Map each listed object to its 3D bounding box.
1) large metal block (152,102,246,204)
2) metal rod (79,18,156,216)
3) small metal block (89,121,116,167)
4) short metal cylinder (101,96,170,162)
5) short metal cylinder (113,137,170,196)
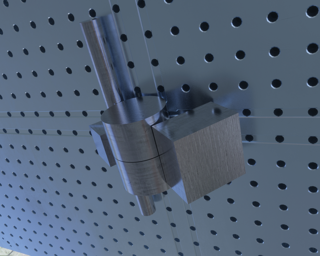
[{"bbox_3d":[0.046,0.026,0.353,0.050,0.081,0.080,35,143,57],"label":"large metal block"},{"bbox_3d":[-0.052,0.002,0.434,0.025,0.025,0.298,0,119,28],"label":"metal rod"},{"bbox_3d":[-0.075,0.021,0.444,0.050,0.025,0.050,29,138,56],"label":"small metal block"},{"bbox_3d":[-0.027,-0.001,0.384,0.080,0.080,0.050,1,119,28],"label":"short metal cylinder"},{"bbox_3d":[-0.015,0.043,0.405,0.080,0.080,0.050,1,119,28],"label":"short metal cylinder"}]
